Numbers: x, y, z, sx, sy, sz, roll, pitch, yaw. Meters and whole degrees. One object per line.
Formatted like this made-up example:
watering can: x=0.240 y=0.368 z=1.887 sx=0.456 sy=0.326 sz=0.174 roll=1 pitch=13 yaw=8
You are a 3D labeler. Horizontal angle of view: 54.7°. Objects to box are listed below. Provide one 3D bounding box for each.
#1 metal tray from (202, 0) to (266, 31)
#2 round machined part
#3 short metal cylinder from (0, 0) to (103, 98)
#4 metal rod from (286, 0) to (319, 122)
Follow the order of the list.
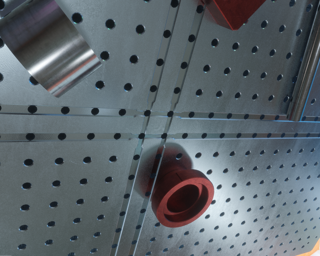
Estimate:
metal tray: x=0.101 y=-0.188 z=0.346 sx=0.130 sy=0.030 sz=0.090 roll=-46 pitch=129 yaw=4
round machined part: x=0.031 y=0.103 z=0.481 sx=0.099 sy=0.042 sz=0.097 roll=-14 pitch=124 yaw=-21
short metal cylinder: x=-0.096 y=-0.074 z=0.277 sx=0.050 sy=0.080 sz=0.080 roll=-38 pitch=129 yaw=-3
metal rod: x=0.232 y=-0.145 z=0.447 sx=0.025 sy=0.025 sz=0.298 roll=-11 pitch=123 yaw=-23
